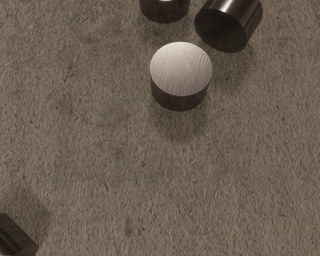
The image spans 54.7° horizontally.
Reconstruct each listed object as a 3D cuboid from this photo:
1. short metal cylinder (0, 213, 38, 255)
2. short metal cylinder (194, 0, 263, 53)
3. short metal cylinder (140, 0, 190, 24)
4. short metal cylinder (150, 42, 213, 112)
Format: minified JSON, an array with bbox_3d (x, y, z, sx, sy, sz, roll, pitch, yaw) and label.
[{"bbox_3d":[-0.179,0.138,0.326,0.050,0.080,0.080,39,74,13],"label":"short metal cylinder"},{"bbox_3d":[0.096,-0.152,0.436,0.080,0.080,0.050,30,73,10],"label":"short metal cylinder"},{"bbox_3d":[0.008,-0.208,0.471,0.081,0.050,0.080,0,70,-1],"label":"short metal cylinder"},{"bbox_3d":[0.027,-0.068,0.420,0.081,0.050,0.080,0,70,0],"label":"short metal cylinder"}]
